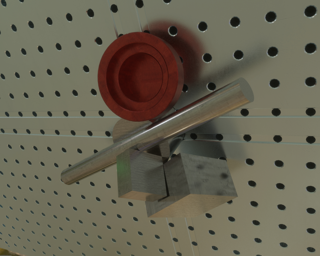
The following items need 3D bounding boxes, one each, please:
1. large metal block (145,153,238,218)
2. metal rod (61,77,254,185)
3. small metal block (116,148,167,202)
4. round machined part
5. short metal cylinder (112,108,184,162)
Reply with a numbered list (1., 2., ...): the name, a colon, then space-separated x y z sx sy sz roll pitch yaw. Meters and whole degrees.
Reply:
1. large metal block: 0.036 0.076 0.393 0.081 0.050 0.080 13 142 -37
2. metal rod: -0.029 0.019 0.371 0.299 0.025 0.025 -27 104 37
3. small metal block: -0.022 0.056 0.361 0.050 0.050 0.025 19 142 -39
4. round machined part: -0.019 -0.058 0.358 0.098 0.042 0.097 3 97 22
5. short metal cylinder: -0.014 0.009 0.406 0.080 0.050 0.079 13 124 20
